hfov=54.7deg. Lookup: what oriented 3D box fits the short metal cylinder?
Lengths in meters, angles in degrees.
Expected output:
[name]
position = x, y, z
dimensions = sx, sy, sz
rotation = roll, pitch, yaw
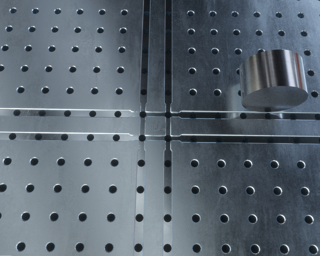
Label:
[short metal cylinder]
position = 0.147, -0.059, 0.406
dimensions = 0.081, 0.080, 0.050
rotation = 1, 70, 0
